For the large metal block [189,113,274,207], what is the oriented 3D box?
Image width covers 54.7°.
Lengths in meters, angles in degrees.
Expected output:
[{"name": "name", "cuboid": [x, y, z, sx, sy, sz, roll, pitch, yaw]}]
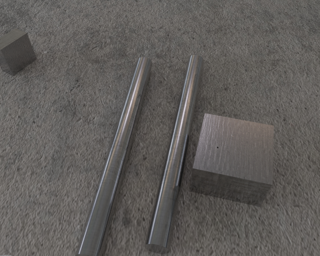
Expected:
[{"name": "large metal block", "cuboid": [0.083, 0.035, 0.358, 0.080, 0.050, 0.080, 11, 51, 9]}]

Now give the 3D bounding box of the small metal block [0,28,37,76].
[{"name": "small metal block", "cuboid": [-0.228, -0.119, 0.485, 0.025, 0.050, 0.050, 25, 54, 19]}]

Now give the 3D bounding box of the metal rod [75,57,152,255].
[{"name": "metal rod", "cuboid": [-0.047, 0.012, 0.392, 0.025, 0.025, 0.300, 7, 50, 5]}]

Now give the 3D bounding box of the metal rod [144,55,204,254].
[{"name": "metal rod", "cuboid": [0.027, 0.006, 0.398, 0.025, 0.025, 0.300, 9, 50, 7]}]
